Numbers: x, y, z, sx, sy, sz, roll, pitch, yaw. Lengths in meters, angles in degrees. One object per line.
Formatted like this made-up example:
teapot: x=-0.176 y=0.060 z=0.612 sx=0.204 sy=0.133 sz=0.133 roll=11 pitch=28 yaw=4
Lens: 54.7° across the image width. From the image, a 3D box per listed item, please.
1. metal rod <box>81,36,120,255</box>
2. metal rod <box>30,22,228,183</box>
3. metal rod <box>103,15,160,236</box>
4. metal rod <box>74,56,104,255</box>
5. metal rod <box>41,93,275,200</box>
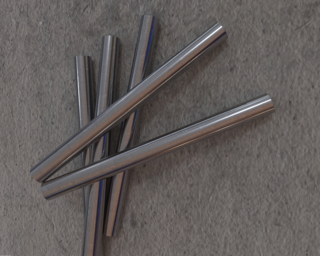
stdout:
metal rod: x=-0.080 y=0.024 z=0.423 sx=0.025 sy=0.025 sz=0.298 roll=3 pitch=86 yaw=19
metal rod: x=-0.042 y=-0.029 z=0.394 sx=0.300 sy=0.025 sz=0.025 roll=-38 pitch=78 yaw=4
metal rod: x=-0.041 y=0.000 z=0.422 sx=0.025 sy=0.025 sz=0.298 roll=13 pitch=94 yaw=19
metal rod: x=-0.101 y=0.047 z=0.443 sx=0.025 sy=0.025 sz=0.298 roll=-4 pitch=89 yaw=19
metal rod: x=-0.009 y=0.026 z=0.383 sx=0.301 sy=0.025 sz=0.025 roll=-22 pitch=83 yaw=7
